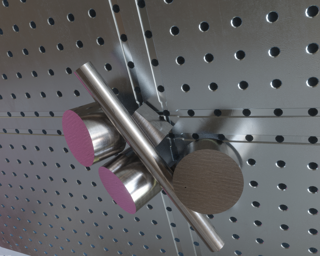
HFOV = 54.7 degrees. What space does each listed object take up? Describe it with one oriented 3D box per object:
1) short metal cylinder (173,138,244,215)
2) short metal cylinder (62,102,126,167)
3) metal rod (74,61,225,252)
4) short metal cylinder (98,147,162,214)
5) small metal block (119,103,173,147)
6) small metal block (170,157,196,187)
[{"bbox_3d":[0.059,0.057,0.378,0.080,0.050,0.079,2,103,9],"label":"short metal cylinder"},{"bbox_3d":[-0.091,0.006,0.424,0.080,0.050,0.079,26,127,40],"label":"short metal cylinder"},{"bbox_3d":[-0.008,0.044,0.405,0.025,0.025,0.299,-28,103,37],"label":"metal rod"},{"bbox_3d":[-0.042,0.074,0.441,0.080,0.050,0.079,35,144,30],"label":"short metal cylinder"},{"bbox_3d":[-0.019,0.003,0.418,0.050,0.025,0.050,40,129,1],"label":"small metal block"},{"bbox_3d":[0.032,0.070,0.433,0.050,0.025,0.050,42,129,-1],"label":"small metal block"}]
